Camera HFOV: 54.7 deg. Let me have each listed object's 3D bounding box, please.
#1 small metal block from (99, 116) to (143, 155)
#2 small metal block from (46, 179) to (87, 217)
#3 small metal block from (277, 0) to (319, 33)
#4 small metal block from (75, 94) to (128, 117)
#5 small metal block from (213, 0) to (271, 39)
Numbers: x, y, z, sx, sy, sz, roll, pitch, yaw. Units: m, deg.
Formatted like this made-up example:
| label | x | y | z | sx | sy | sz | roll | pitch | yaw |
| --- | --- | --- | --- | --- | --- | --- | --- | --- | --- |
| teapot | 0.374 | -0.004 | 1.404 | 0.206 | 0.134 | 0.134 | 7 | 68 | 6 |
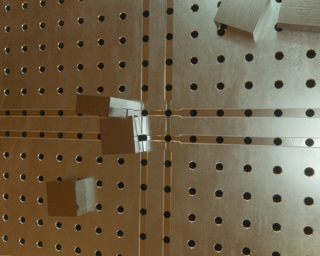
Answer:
| label | x | y | z | sx | sy | sz | roll | pitch | yaw |
| --- | --- | --- | --- | --- | --- | --- | --- | --- | --- |
| small metal block | -0.054 | 0.010 | 0.431 | 0.050 | 0.025 | 0.050 | -5 | 88 | 19 |
| small metal block | -0.138 | 0.103 | 0.460 | 0.050 | 0.025 | 0.050 | -5 | 88 | 19 |
| small metal block | 0.166 | -0.139 | 0.354 | 0.050 | 0.025 | 0.050 | 13 | 94 | 19 |
| small metal block | -0.079 | -0.030 | 0.426 | 0.050 | 0.050 | 0.025 | 6 | 92 | 19 |
| small metal block | 0.100 | -0.143 | 0.377 | 0.050 | 0.025 | 0.050 | 25 | 98 | 18 |
